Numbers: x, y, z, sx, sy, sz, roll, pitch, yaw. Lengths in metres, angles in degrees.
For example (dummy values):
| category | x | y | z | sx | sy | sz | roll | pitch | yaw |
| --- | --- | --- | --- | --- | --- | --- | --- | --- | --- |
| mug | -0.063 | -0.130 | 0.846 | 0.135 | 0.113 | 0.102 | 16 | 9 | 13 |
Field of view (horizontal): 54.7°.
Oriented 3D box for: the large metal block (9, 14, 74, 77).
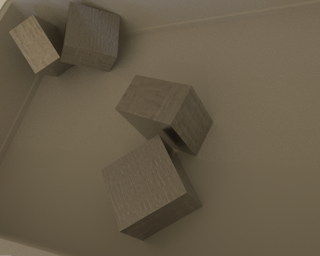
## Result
| category | x | y | z | sx | sy | sz | roll | pitch | yaw |
| --- | --- | --- | --- | --- | --- | --- | --- | --- | --- |
| large metal block | -0.198 | -0.139 | 0.539 | 0.050 | 0.080 | 0.080 | -32 | 91 | 9 |

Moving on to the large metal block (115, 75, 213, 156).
| category | x | y | z | sx | sy | sz | roll | pitch | yaw |
| --- | --- | --- | --- | --- | --- | --- | --- | --- | --- |
| large metal block | 0.008 | -0.015 | 0.376 | 0.080 | 0.080 | 0.050 | 17 | 71 | 35 |

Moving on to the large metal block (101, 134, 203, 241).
| category | x | y | z | sx | sy | sz | roll | pitch | yaw |
| --- | --- | --- | --- | --- | --- | --- | --- | --- | --- |
| large metal block | -0.011 | 0.068 | 0.354 | 0.080 | 0.050 | 0.080 | -32 | 52 | 7 |

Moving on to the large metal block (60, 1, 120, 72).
| category | x | y | z | sx | sy | sz | roll | pitch | yaw |
| --- | --- | --- | --- | --- | --- | --- | --- | --- | --- |
| large metal block | -0.113 | -0.146 | 0.503 | 0.050 | 0.081 | 0.080 | 142 | 133 | -60 |
